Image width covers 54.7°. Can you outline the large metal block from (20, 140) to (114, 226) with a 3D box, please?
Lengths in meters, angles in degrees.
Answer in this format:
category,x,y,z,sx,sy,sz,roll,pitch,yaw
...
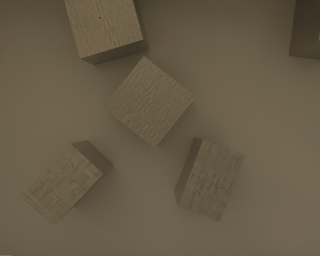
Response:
category,x,y,z,sx,sy,sz,roll,pitch,yaw
large metal block,-0.109,0.063,0.383,0.050,0.080,0.080,43,90,-1

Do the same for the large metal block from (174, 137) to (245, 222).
category,x,y,z,sx,sy,sz,roll,pitch,yaw
large metal block,0.057,0.059,0.385,0.050,0.080,0.080,21,90,0

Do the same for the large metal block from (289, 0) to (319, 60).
category,x,y,z,sx,sy,sz,roll,pitch,yaw
large metal block,0.208,-0.135,0.387,0.050,0.080,0.080,7,90,0

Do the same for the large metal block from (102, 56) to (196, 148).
category,x,y,z,sx,sy,sz,roll,pitch,yaw
large metal block,-0.013,-0.032,0.399,0.080,0.050,0.080,38,90,-1

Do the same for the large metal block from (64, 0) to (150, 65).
category,x,y,z,sx,sy,sz,roll,pitch,yaw
large metal block,-0.065,-0.133,0.393,0.080,0.050,0.080,-15,91,7
